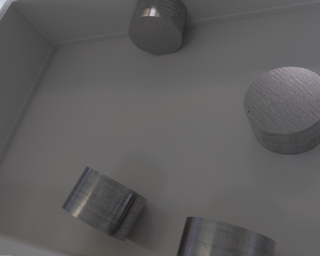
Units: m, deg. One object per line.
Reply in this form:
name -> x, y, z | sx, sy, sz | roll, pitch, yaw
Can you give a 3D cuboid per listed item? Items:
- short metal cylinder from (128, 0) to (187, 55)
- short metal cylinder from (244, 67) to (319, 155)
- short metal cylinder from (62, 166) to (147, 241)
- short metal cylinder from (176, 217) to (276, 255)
short metal cylinder -> -0.003, -0.156, 0.468 | 0.080, 0.080, 0.050 | -3, 61, 27
short metal cylinder -> 0.135, -0.018, 0.330 | 0.080, 0.050, 0.080 | -13, 56, 21
short metal cylinder -> -0.061, 0.085, 0.351 | 0.080, 0.080, 0.050 | 18, 72, 35
short metal cylinder -> 0.055, 0.115, 0.271 | 0.080, 0.080, 0.050 | 4, 64, 30
